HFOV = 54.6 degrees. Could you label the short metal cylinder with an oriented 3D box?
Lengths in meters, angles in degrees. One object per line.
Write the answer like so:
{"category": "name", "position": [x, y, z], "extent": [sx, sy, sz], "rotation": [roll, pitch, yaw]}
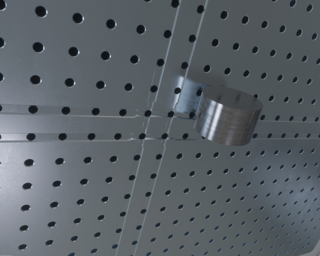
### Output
{"category": "short metal cylinder", "position": [0.089, -0.018, 0.412], "extent": [0.081, 0.080, 0.050], "rotation": [-2, 120, -27]}
